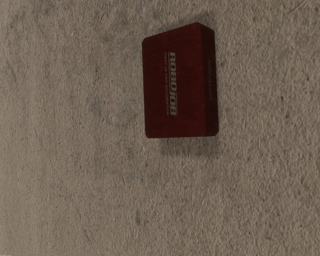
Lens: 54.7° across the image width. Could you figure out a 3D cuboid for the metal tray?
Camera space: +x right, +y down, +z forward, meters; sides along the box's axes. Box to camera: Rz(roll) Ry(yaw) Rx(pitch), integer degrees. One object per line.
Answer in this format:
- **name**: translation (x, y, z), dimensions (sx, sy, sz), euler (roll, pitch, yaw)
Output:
- **metal tray**: translation (0.023, -0.053, 0.381), dimensions (0.090, 0.030, 0.129), euler (-4, 88, 39)
